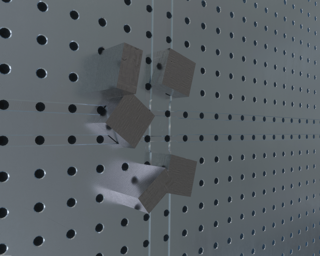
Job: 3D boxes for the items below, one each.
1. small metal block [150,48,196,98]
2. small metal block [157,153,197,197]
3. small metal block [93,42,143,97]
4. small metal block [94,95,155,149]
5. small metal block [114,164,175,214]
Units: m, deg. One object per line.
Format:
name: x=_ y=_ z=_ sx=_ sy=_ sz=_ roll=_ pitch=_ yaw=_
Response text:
small metal block: x=0.018 y=-0.073 z=0.423 sx=0.050 sy=0.025 sz=0.050 roll=20 pitch=77 yaw=-38
small metal block: x=0.021 y=0.065 z=0.425 sx=0.050 sy=0.025 sz=0.050 roll=19 pitch=78 yaw=-38
small metal block: x=-0.048 y=-0.064 z=0.352 sx=0.025 sy=0.050 sz=0.050 roll=14 pitch=81 yaw=-39
small metal block: x=-0.041 y=-0.011 z=0.374 sx=0.050 sy=0.025 sz=0.050 roll=45 pitch=63 yaw=-31
small metal block: x=-0.019 y=0.072 z=0.376 sx=0.050 sy=0.050 sz=0.025 roll=-45 pitch=117 yaw=-31
